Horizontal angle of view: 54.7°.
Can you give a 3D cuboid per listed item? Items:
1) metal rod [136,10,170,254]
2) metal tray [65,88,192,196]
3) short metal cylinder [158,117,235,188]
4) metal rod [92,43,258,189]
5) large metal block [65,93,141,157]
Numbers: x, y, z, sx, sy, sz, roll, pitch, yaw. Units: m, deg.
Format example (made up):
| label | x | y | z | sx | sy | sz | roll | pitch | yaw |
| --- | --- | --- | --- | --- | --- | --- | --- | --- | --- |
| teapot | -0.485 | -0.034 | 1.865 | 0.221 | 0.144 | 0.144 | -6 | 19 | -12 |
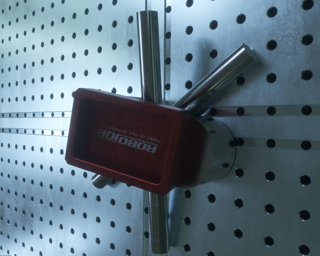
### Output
| label | x | y | z | sx | sy | sz | roll | pitch | yaw |
| --- | --- | --- | --- | --- | --- | --- | --- | --- | --- |
| metal rod | -0.007 | 0.013 | 0.384 | 0.025 | 0.025 | 0.298 | 5 | 102 | 39 |
| metal tray | -0.038 | 0.011 | 0.344 | 0.130 | 0.030 | 0.089 | 14 | 99 | 20 |
| short metal cylinder | 0.039 | 0.026 | 0.358 | 0.080 | 0.050 | 0.079 | 0 | 90 | 39 |
| metal rod | 0.000 | 0.002 | 0.408 | 0.299 | 0.025 | 0.025 | -41 | 66 | 32 |
| large metal block | -0.068 | -0.001 | 0.426 | 0.080 | 0.081 | 0.050 | -41 | 65 | 32 |
